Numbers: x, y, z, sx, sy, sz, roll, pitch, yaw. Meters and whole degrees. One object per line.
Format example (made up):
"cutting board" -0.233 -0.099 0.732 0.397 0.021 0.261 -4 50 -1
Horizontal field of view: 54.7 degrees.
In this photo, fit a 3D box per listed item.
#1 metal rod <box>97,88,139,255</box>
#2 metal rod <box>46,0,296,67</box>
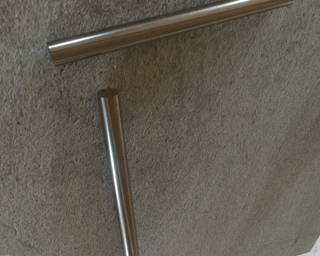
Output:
"metal rod" -0.053 0.085 0.431 0.025 0.025 0.298 -16 125 -20
"metal rod" 0.029 -0.121 0.349 0.302 0.025 0.025 -20 126 -17
